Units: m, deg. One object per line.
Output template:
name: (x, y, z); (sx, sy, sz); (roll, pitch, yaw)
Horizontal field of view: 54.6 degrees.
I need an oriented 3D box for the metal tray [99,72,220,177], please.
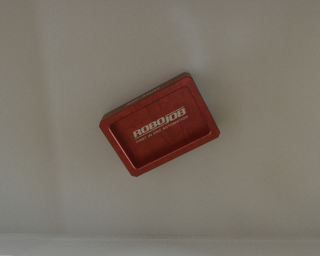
metal tray: (0.000, -0.003, 0.404); (0.130, 0.030, 0.090); (-27, 108, 9)
